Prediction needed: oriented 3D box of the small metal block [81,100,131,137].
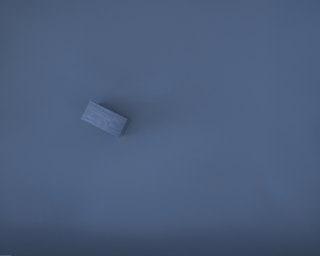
[{"bbox_3d":[-0.067,-0.011,0.398,0.050,0.050,0.025,26,90,0],"label":"small metal block"}]
